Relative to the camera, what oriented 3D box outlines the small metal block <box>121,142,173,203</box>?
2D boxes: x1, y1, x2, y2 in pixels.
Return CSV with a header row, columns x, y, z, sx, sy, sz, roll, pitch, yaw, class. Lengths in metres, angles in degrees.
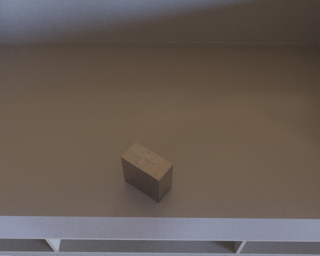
x,y,z,sx,sy,sz,roll,pitch,yaw,class
-0.014,0.050,0.346,0.050,0.050,0.025,29,56,22,small metal block
